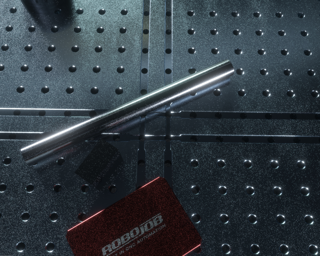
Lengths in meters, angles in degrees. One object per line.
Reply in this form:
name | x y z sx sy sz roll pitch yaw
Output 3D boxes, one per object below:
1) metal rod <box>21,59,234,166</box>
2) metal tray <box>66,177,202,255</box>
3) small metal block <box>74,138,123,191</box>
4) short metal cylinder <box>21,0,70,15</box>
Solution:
metal rod | -0.036 -0.025 0.420 0.302 0.025 0.025 -25 72 -9
metal tray | -0.030 0.128 0.362 0.131 0.030 0.090 -29 73 -11
small metal block | -0.073 0.046 0.381 0.025 0.050 0.050 33 73 11
short metal cylinder | -0.184 -0.224 0.478 0.081 0.050 0.080 0 70 0
